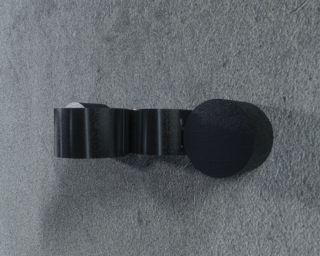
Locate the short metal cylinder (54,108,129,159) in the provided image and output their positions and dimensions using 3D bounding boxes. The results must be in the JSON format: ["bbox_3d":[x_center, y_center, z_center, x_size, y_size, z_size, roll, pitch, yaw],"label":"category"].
[{"bbox_3d":[-0.074,0.004,0.342,0.080,0.081,0.050,1,92,40],"label":"short metal cylinder"}]

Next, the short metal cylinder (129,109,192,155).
[{"bbox_3d":[0.001,0.004,0.370,0.080,0.081,0.050,1,90,40],"label":"short metal cylinder"}]

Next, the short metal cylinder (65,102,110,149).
[{"bbox_3d":[-0.112,0.001,0.483,0.080,0.050,0.080,0,90,39],"label":"short metal cylinder"}]

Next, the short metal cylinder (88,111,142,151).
[{"bbox_3d":[-0.060,0.003,0.421,0.080,0.081,0.050,1,91,40],"label":"short metal cylinder"}]

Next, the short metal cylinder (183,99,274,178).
[{"bbox_3d":[0.072,0.010,0.330,0.080,0.050,0.080,1,91,39],"label":"short metal cylinder"}]
